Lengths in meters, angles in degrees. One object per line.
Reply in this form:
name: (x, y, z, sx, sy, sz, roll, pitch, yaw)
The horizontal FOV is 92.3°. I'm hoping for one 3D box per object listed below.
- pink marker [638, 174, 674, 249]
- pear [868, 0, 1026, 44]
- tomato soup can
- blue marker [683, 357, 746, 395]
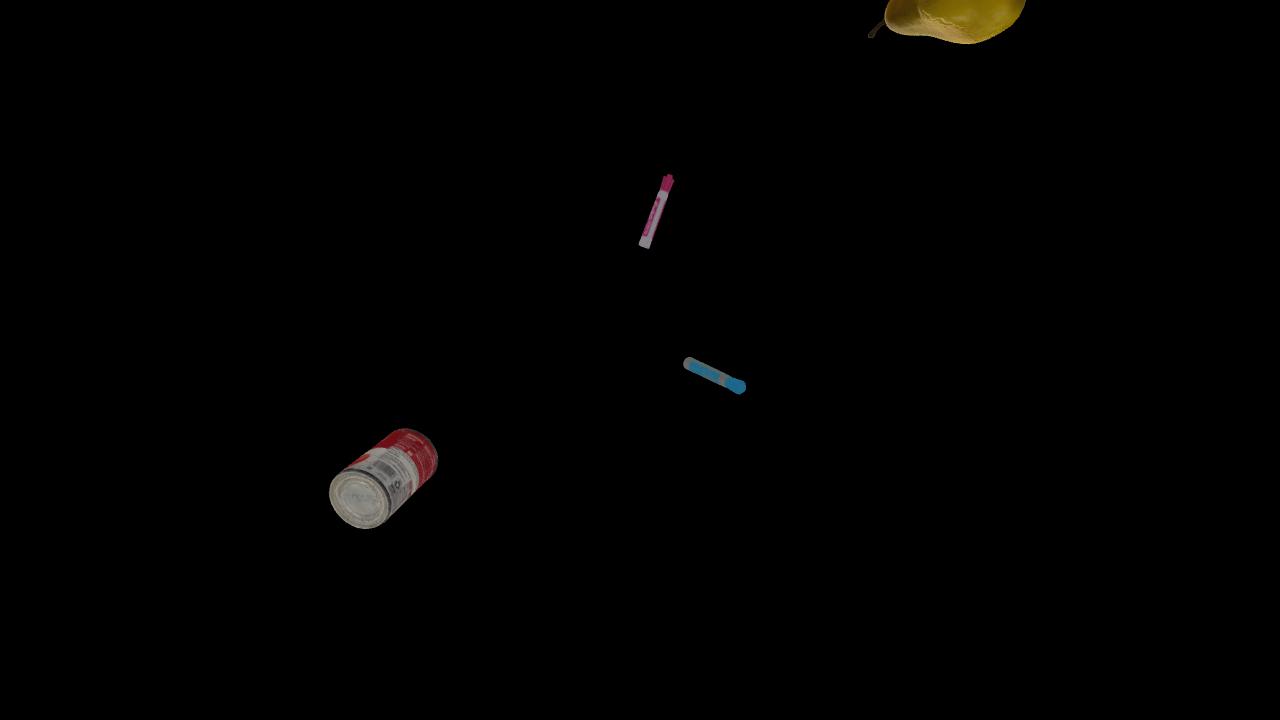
pink marker: (0.027, -0.236, 0.976, 0.020, 0.121, 0.020, 21, 1, 0)
pear: (0.218, -0.269, 0.451, 0.111, 0.080, 0.080, 7, 4, 39)
tomato soup can: (-0.267, 0.123, 0.648, 0.068, 0.068, 0.101, 0, 18, 10)
blue marker: (0.101, 0.021, 0.837, 0.020, 0.020, 0.121, 0, 16, -33)
